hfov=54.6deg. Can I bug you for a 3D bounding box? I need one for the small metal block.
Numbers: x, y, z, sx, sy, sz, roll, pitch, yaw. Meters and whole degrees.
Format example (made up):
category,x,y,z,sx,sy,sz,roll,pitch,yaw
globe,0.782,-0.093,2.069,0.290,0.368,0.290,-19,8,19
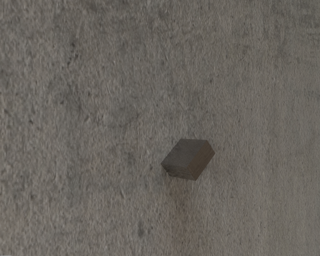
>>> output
category,x,y,z,sx,sy,sz,roll,pitch,yaw
small metal block,0.038,0.041,0.419,0.050,0.050,0.025,-49,119,-29
